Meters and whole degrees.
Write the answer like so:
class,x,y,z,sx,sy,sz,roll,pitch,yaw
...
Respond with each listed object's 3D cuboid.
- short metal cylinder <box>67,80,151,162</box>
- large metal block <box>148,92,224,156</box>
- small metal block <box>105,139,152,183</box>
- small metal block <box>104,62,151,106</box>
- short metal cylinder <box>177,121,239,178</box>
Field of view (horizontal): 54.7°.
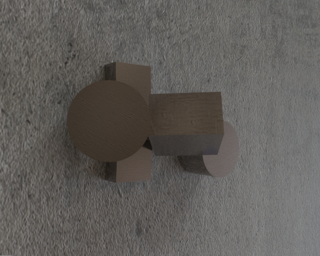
class,x,y,z,sx,sy,sz,roll,pitch,yaw
short metal cylinder,-0.051,-0.007,0.325,0.081,0.050,0.079,0,91,-5
large metal block,0.031,-0.002,0.374,0.080,0.080,0.050,78,11,-68
small metal block,-0.038,0.038,0.376,0.050,0.025,0.050,4,88,-40
small metal block,-0.038,-0.051,0.375,0.050,0.025,0.050,-2,91,-40
short metal cylinder,0.070,0.029,0.451,0.081,0.050,0.079,0,90,-40
